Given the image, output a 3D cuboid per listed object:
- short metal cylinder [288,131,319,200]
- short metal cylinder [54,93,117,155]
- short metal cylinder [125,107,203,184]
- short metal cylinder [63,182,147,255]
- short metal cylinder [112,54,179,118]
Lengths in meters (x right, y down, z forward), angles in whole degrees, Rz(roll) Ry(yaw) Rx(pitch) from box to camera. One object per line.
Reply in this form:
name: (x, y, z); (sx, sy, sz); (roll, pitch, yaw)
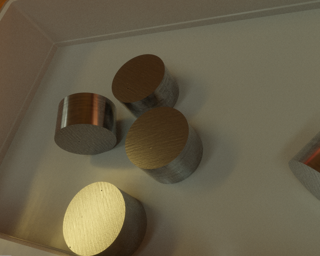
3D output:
short metal cylinder: (0.160, 0.039, 0.263); (0.050, 0.080, 0.080); (-44, 51, -2)
short metal cylinder: (-0.100, -0.004, 0.426); (0.080, 0.080, 0.050); (-18, 55, 18)
short metal cylinder: (0.006, 0.021, 0.374); (0.080, 0.050, 0.080); (-13, 56, 21)
short metal cylinder: (-0.062, 0.108, 0.356); (0.080, 0.050, 0.080); (-13, 56, 21)
short metal cylinder: (-0.020, -0.056, 0.435); (0.080, 0.050, 0.080); (-13, 56, 21)
